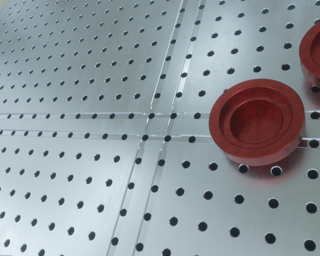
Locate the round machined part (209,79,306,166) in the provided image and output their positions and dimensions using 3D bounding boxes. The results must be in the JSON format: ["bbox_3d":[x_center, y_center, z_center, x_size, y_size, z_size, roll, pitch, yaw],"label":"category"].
[{"bbox_3d":[0.107,-0.003,0.343,0.098,0.042,0.098,-13,56,21],"label":"round machined part"}]

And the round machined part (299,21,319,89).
[{"bbox_3d":[0.206,-0.077,0.336,0.098,0.042,0.098,-13,56,21],"label":"round machined part"}]
